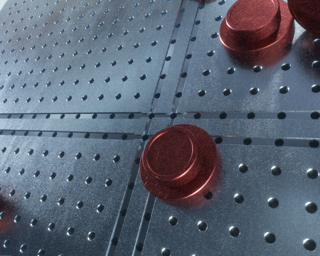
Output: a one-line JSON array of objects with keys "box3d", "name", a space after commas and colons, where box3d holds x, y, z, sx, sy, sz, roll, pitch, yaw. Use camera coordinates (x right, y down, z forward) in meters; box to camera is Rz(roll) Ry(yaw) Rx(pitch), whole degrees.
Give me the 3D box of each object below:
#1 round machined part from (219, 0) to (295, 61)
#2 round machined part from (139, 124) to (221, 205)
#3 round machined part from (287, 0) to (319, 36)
[{"box3d": [0.128, -0.142, 0.418, 0.098, 0.042, 0.098, -13, 56, 21], "name": "round machined part"}, {"box3d": [0.019, 0.037, 0.366, 0.098, 0.042, 0.098, -13, 56, 21], "name": "round machined part"}, {"box3d": [0.187, -0.145, 0.353, 0.042, 0.098, 0.098, -43, 51, -1], "name": "round machined part"}]
